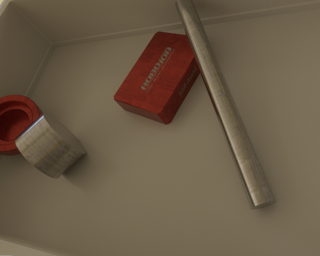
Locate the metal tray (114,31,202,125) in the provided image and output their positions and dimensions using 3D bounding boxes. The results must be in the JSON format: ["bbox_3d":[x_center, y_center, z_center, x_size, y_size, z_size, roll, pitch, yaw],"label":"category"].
[{"bbox_3d":[0.004,-0.076,0.446,0.090,0.030,0.130,20,72,35],"label":"metal tray"}]

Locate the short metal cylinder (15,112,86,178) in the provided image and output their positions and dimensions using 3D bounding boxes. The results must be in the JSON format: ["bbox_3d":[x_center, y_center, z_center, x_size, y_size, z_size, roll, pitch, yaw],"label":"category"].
[{"bbox_3d":[-0.151,0.024,0.433,0.050,0.080,0.080,-44,51,-2],"label":"short metal cylinder"}]

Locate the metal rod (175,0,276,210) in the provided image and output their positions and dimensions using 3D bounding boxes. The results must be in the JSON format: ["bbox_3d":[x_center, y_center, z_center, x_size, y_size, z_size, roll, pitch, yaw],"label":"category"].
[{"bbox_3d":[0.068,-0.052,0.375,0.025,0.025,0.299,-23,61,14],"label":"metal rod"}]

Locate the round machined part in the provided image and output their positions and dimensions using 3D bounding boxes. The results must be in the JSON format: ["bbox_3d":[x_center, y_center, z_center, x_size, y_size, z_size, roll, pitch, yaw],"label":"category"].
[{"bbox_3d":[-0.235,-0.001,0.502,0.099,0.042,0.098,-1,67,3],"label":"round machined part"}]
